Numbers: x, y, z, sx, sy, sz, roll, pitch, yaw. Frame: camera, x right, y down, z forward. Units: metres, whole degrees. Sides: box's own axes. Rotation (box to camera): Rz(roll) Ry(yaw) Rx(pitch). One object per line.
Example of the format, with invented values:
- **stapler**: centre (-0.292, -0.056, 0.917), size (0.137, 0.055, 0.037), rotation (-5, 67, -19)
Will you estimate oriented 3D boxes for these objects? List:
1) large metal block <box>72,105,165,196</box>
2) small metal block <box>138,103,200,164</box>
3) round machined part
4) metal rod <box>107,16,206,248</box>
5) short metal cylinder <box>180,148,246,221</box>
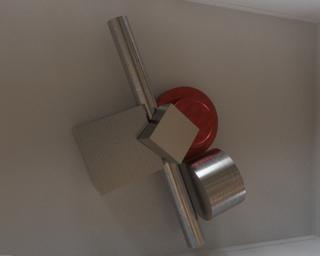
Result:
- **large metal block**: centre (-0.052, 0.024, 0.375), size (0.081, 0.050, 0.080), rotation (-22, 98, -19)
- **small metal block**: centre (0.011, 0.007, 0.363), size (0.050, 0.025, 0.050), rotation (41, 65, -23)
- **round machined part**: centre (0.035, -0.007, 0.413), size (0.099, 0.042, 0.097), rotation (0, 90, -21)
- **metal rod**: centre (-0.002, 0.011, 0.387), size (0.025, 0.025, 0.298), rotation (-22, 98, -19)
- **short metal cylinder**: centre (0.065, 0.073, 0.405), size (0.050, 0.080, 0.080), rotation (-22, 98, -19)
